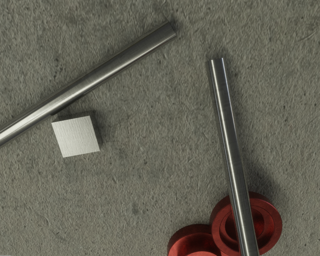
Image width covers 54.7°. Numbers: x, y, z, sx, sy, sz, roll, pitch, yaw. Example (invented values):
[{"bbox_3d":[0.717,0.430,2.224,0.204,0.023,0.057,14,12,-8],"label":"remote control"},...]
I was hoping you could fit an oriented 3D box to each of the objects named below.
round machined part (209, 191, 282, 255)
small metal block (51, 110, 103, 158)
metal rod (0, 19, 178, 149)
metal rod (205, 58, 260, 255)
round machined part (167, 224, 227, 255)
[{"bbox_3d":[0.121,0.135,0.449,0.099,0.042,0.097,0,106,0],"label":"round machined part"},{"bbox_3d":[-0.108,0.007,0.412,0.050,0.025,0.050,-11,110,3],"label":"small metal block"},{"bbox_3d":[-0.114,-0.044,0.392,0.300,0.025,0.025,-30,108,10],"label":"metal rod"},{"bbox_3d":[0.097,0.061,0.399,0.025,0.025,0.298,-11,97,4],"label":"metal rod"},{"bbox_3d":[0.060,0.201,0.475,0.099,0.042,0.097,0,110,0],"label":"round machined part"}]
